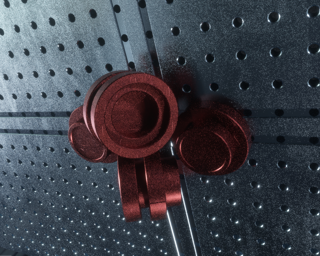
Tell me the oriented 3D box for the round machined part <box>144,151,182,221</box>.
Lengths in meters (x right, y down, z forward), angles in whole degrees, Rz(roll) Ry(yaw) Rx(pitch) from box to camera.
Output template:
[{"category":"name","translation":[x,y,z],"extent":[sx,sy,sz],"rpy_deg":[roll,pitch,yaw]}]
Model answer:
[{"category":"round machined part","translation":[0.003,0.073,0.420],"extent":[0.042,0.098,0.097],"rpy_deg":[-7,120,-4]}]

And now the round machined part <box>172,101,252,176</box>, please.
[{"category":"round machined part","translation":[0.059,0.019,0.382],"extent":[0.098,0.042,0.097],"rpy_deg":[13,124,21]}]

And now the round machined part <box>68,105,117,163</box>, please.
[{"category":"round machined part","translation":[-0.095,0.012,0.458],"extent":[0.098,0.042,0.097],"rpy_deg":[13,124,21]}]

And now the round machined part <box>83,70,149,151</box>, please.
[{"category":"round machined part","translation":[-0.047,-0.024,0.390],"extent":[0.042,0.099,0.098],"rpy_deg":[31,144,63]}]

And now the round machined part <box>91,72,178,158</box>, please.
[{"category":"round machined part","translation":[-0.032,-0.017,0.362],"extent":[0.042,0.099,0.098],"rpy_deg":[31,144,63]}]

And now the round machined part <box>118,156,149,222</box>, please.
[{"category":"round machined part","translation":[-0.030,0.075,0.421],"extent":[0.042,0.098,0.097],"rpy_deg":[-7,120,-4]}]
